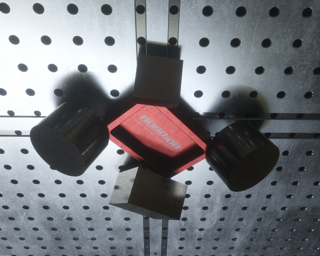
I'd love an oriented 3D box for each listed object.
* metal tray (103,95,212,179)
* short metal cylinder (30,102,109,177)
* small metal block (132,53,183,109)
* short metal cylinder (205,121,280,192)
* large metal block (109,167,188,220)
[{"bbox_3d":[-0.001,0.010,0.415,0.090,0.030,0.130,-34,123,25],"label":"metal tray"},{"bbox_3d":[-0.112,0.014,0.386,0.080,0.050,0.079,17,134,19],"label":"short metal cylinder"},{"bbox_3d":[-0.003,-0.052,0.347,0.050,0.050,0.025,7,168,-6],"label":"small metal block"},{"bbox_3d":[0.108,0.038,0.408,0.081,0.050,0.079,-18,134,-20],"label":"short metal cylinder"},{"bbox_3d":[-0.019,0.099,0.456,0.080,0.050,0.080,24,157,-20],"label":"large metal block"}]
